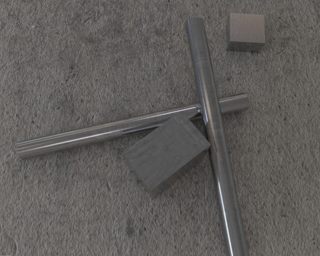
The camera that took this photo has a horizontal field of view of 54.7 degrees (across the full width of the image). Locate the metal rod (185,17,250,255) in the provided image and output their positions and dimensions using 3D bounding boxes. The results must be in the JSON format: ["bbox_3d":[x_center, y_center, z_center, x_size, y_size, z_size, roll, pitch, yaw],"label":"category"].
[{"bbox_3d":[0.068,0.003,0.385,0.025,0.025,0.299,-8,79,-3],"label":"metal rod"}]

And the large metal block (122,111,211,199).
[{"bbox_3d":[0.007,0.035,0.366,0.080,0.080,0.050,-36,74,-12],"label":"large metal block"}]

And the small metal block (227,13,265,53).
[{"bbox_3d":[0.127,-0.141,0.461,0.050,0.025,0.050,4,70,1],"label":"small metal block"}]

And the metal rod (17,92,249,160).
[{"bbox_3d":[-0.031,-0.004,0.409,0.302,0.025,0.025,-13,71,-5],"label":"metal rod"}]
